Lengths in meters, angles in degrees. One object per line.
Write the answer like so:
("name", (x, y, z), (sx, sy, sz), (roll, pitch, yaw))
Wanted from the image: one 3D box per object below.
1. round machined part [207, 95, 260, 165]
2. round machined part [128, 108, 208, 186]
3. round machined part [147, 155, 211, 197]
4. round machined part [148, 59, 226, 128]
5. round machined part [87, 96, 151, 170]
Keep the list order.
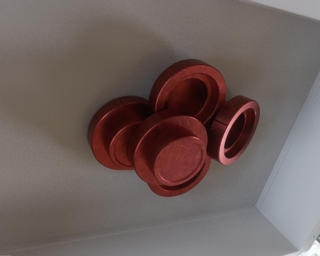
("round machined part", (0.095, -0.001, 0.435), (0.099, 0.042, 0.097), (-30, 135, -35))
("round machined part", (0.015, 0.029, 0.367), (0.099, 0.042, 0.097), (-14, 125, -21))
("round machined part", (0.020, 0.046, 0.436), (0.099, 0.042, 0.097), (-14, 125, -21))
("round machined part", (0.030, -0.040, 0.389), (0.099, 0.042, 0.097), (-14, 125, -21))
("round machined part", (-0.036, 0.013, 0.383), (0.099, 0.042, 0.097), (-14, 125, -21))
